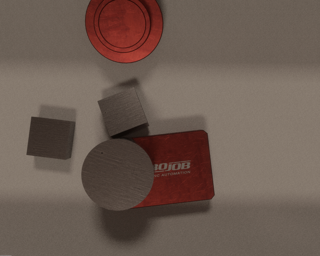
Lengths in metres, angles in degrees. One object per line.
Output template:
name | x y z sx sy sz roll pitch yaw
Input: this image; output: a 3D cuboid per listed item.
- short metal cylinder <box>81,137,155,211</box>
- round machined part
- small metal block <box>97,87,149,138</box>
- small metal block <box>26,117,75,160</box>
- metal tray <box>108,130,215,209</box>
short metal cylinder | -0.047 0.052 0.368 0.081 0.050 0.079 0 90 0
round machined part | -0.045 -0.131 0.389 0.099 0.042 0.097 0 108 0
small metal block | -0.047 -0.019 0.406 0.050 0.025 0.050 -21 78 -1
small metal block | -0.143 0.013 0.410 0.050 0.025 0.050 7 90 -1
metal tray | 0.000 0.054 0.409 0.131 0.030 0.089 -7 90 -1
